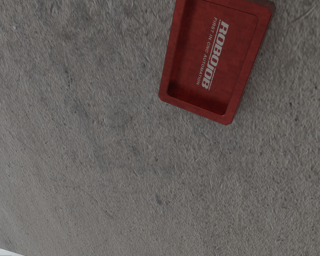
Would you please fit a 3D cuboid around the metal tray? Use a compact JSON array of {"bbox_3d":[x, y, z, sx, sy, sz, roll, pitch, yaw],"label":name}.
[{"bbox_3d":[0.054,-0.076,0.328,0.090,0.030,0.129,22,127,14],"label":"metal tray"}]
